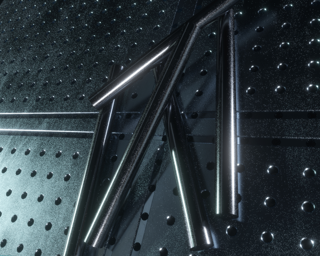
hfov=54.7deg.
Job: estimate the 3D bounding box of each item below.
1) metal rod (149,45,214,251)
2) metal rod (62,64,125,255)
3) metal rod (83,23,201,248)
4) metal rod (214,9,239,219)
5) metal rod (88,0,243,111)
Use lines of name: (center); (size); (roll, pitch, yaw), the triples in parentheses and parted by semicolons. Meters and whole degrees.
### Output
metal rod: (0.019, 0.000, 0.397); (0.025, 0.025, 0.299); (-22, 54, 15)
metal rod: (-0.086, 0.036, 0.429); (0.025, 0.025, 0.299); (-6, 59, 25)
metal rod: (-0.018, 0.002, 0.389); (0.025, 0.025, 0.299); (18, 79, 34)
metal rod: (0.082, -0.040, 0.388); (0.025, 0.025, 0.299); (-7, 58, 24)
metal rod: (0.024, -0.125, 0.437); (0.300, 0.025, 0.025); (-37, 51, 2)
